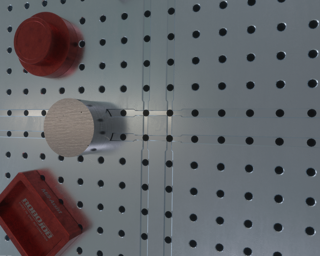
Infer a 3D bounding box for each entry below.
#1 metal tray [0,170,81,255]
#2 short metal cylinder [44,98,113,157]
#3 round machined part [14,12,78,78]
[{"bbox_3d":[-0.193,0.141,0.477,0.090,0.030,0.130,-46,76,14],"label":"metal tray"},{"bbox_3d":[-0.115,-0.001,0.440,0.080,0.050,0.079,0,90,20],"label":"short metal cylinder"},{"bbox_3d":[-0.178,-0.127,0.466,0.098,0.042,0.097,0,90,20],"label":"round machined part"}]
